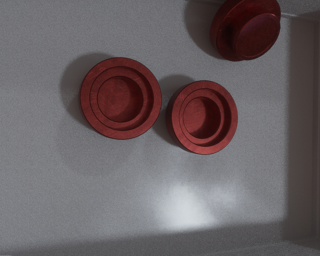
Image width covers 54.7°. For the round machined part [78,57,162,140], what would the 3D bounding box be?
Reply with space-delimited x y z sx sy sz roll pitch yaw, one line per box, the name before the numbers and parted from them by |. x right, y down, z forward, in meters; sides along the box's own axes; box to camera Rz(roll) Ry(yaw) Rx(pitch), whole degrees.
round machined part | -0.051 -0.035 0.383 0.099 0.042 0.097 0 90 -21

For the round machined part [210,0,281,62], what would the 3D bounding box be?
round machined part | 0.121 -0.131 0.419 0.099 0.042 0.097 -16 139 -14

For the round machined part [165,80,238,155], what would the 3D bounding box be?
round machined part | 0.053 -0.014 0.422 0.099 0.042 0.097 0 90 -21
